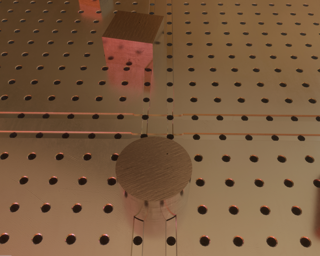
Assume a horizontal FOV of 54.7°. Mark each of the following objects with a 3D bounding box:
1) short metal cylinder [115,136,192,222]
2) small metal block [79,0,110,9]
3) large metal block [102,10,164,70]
[{"bbox_3d":[-0.006,0.056,0.344,0.081,0.050,0.080,0,50,0],"label":"short metal cylinder"},{"bbox_3d":[-0.134,-0.275,0.637,0.050,0.025,0.050,18,52,14],"label":"small metal block"},{"bbox_3d":[-0.041,-0.147,0.515,0.080,0.050,0.080,10,51,8],"label":"large metal block"}]
